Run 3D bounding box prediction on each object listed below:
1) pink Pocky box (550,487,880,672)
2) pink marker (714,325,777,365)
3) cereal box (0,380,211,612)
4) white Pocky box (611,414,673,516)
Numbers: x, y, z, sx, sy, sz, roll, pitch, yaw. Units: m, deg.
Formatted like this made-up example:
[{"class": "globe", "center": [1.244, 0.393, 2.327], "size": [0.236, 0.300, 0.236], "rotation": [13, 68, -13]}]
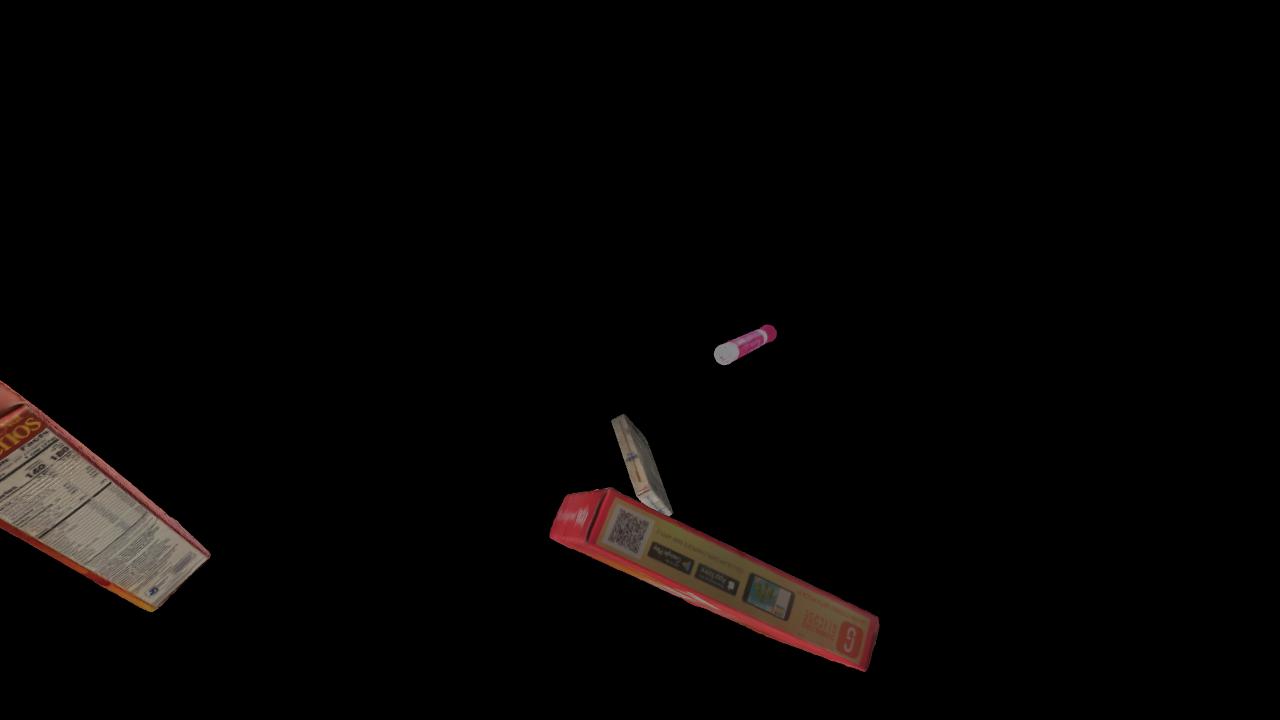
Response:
[{"class": "pink Pocky box", "center": [0.033, 0.111, 0.317], "size": [0.155, 0.029, 0.084], "rotation": [28, -21, -11]}, {"class": "pink marker", "center": [0.105, -0.017, 0.593], "size": [0.020, 0.020, 0.121], "rotation": [0, 12, 32]}, {"class": "cereal box", "center": [-0.539, 0.095, 0.538], "size": [0.203, 0.081, 0.306], "rotation": [28, -36, 12]}, {"class": "white Pocky box", "center": [0.003, 0.160, 0.935], "size": [0.028, 0.154, 0.084], "rotation": [-29, -47, 7]}]
